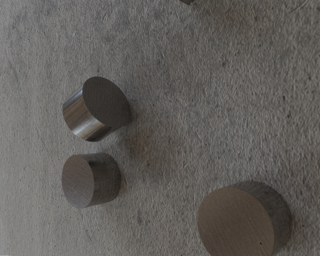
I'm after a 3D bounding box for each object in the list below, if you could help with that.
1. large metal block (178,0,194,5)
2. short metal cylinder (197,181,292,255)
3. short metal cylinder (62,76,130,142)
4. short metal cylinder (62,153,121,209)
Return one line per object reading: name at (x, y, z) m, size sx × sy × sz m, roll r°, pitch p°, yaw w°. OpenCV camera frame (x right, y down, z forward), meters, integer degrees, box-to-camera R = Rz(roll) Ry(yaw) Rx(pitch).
large metal block at (0.016, -0.201, 0.356) m, size 0.050 × 0.081 × 0.080 m, roll -27°, pitch 73°, yaw 37°
short metal cylinder at (0.086, 0.097, 0.318) m, size 0.080 × 0.050 × 0.079 m, roll 0°, pitch 90°, yaw 40°
short metal cylinder at (-0.090, -0.026, 0.444) m, size 0.050 × 0.081 × 0.080 m, roll -31°, pitch 71°, yaw 36°
short metal cylinder at (-0.106, 0.079, 0.477) m, size 0.080 × 0.050 × 0.079 m, roll 0°, pitch 90°, yaw 40°
